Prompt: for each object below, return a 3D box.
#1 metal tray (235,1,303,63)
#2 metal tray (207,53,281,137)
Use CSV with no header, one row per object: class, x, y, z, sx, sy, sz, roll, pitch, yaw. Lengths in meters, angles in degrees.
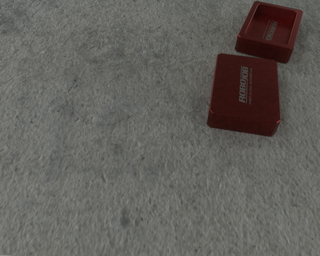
metal tray,0.194,-0.173,0.547,0.090,0.030,0.130,19,52,14
metal tray,0.121,-0.052,0.445,0.090,0.030,0.130,9,50,7
